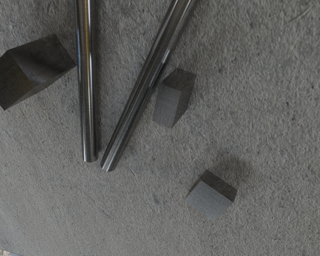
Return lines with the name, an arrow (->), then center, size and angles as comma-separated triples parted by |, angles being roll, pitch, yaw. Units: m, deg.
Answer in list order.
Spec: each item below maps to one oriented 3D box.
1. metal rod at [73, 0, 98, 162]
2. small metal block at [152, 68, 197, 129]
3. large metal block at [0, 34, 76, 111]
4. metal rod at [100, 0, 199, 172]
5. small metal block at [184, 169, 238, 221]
metal rod -> -0.096, -0.076, 0.408 | 0.025, 0.025, 0.298 | 18, 126, 17
small metal block -> 0.017, -0.035, 0.359 | 0.025, 0.050, 0.050 | 23, 127, 14
large metal block -> -0.175, -0.075, 0.414 | 0.080, 0.080, 0.050 | -24, 106, 36
metal rod -> -0.023, -0.043, 0.390 | 0.025, 0.025, 0.298 | 34, 129, 5
small metal block -> 0.070, 0.093, 0.427 | 0.050, 0.025, 0.050 | 34, 129, 5
